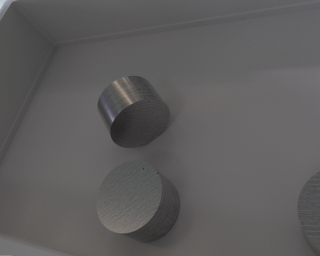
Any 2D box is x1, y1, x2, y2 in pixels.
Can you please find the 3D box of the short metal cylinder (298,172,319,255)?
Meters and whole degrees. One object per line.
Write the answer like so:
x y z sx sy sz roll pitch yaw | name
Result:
0.160 0.077 0.258 0.080 0.050 0.080 -13 56 21 | short metal cylinder

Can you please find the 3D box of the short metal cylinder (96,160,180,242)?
-0.024 0.083 0.351 0.080 0.050 0.080 -13 56 21 | short metal cylinder

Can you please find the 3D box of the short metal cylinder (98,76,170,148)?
-0.034 -0.020 0.401 0.080 0.080 0.050 -37 51 4 | short metal cylinder
